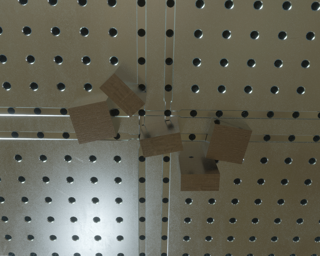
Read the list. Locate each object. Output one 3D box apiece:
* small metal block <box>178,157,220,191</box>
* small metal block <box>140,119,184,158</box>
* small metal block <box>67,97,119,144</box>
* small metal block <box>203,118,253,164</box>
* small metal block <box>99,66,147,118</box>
[{"bbox_3d":[0.052,0.062,0.424,0.050,0.050,0.025,0,110,0],"label":"small metal block"},{"bbox_3d":[0.002,0.012,0.405,0.050,0.050,0.025,-11,110,3],"label":"small metal block"},{"bbox_3d":[-0.087,-0.011,0.408,0.050,0.025,0.050,-12,110,4],"label":"small metal block"},{"bbox_3d":[0.091,0.018,0.421,0.050,0.025,0.050,10,110,-5],"label":"small metal block"},{"bbox_3d":[-0.044,-0.046,0.383,0.025,0.050,0.050,-42,105,14],"label":"small metal block"}]
